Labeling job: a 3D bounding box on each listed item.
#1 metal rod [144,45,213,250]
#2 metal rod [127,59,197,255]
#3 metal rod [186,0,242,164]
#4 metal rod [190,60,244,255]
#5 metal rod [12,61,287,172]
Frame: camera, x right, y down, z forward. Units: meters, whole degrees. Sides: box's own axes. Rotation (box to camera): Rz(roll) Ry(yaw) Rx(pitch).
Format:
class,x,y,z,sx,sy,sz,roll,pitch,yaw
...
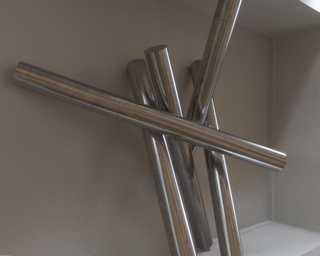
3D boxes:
class,x,y,z,sx,sy,sz,roll,pitch,yaw
metal rod,0.031,0.044,0.391,0.025,0.025,0.298,-37,125,-34
metal rod,0.006,0.056,0.333,0.025,0.025,0.299,4,62,-40
metal rod,0.058,-0.061,0.376,0.025,0.025,0.298,-6,120,-40
metal rod,0.070,0.040,0.394,0.025,0.025,0.299,17,56,-39
metal rod,0.003,-0.006,0.332,0.302,0.025,0.025,18,77,-14
